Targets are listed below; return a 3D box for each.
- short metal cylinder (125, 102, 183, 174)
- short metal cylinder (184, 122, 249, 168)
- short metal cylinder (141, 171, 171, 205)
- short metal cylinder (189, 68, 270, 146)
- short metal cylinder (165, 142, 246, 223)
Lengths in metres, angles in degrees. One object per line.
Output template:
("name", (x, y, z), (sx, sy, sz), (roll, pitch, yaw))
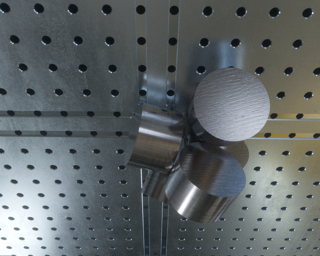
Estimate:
("short metal cylinder", (-0.009, 0.013, 0.386), (0.050, 0.080, 0.079), (15, 129, -12))
("short metal cylinder", (0.073, 0.023, 0.414), (0.081, 0.050, 0.079), (0, 129, 0))
("short metal cylinder", (0.019, 0.083, 0.439), (0.080, 0.050, 0.080), (22, 168, 5))
("short metal cylinder", (0.075, -0.021, 0.349), (0.081, 0.080, 0.050), (2, 170, -2))
("short metal cylinder", (0.052, 0.062, 0.362), (0.081, 0.080, 0.050), (13, 129, -11))
